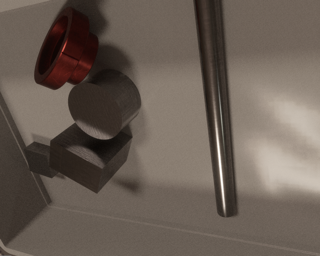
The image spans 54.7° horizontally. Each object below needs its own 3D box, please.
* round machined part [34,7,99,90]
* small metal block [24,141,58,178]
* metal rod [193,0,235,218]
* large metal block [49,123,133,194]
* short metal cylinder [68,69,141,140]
[{"bbox_3d":[-0.110,-0.091,0.374,0.042,0.098,0.098,22,139,-36],"label":"round machined part"},{"bbox_3d":[-0.208,0.056,0.550,0.050,0.025,0.050,13,124,20],"label":"small metal block"},{"bbox_3d":[0.067,-0.015,0.363,0.025,0.025,0.298,3,120,26],"label":"metal rod"},{"bbox_3d":[-0.098,0.034,0.444,0.080,0.080,0.050,26,128,11],"label":"large metal block"},{"bbox_3d":[-0.072,-0.032,0.409,0.080,0.050,0.079,13,124,20],"label":"short metal cylinder"}]
